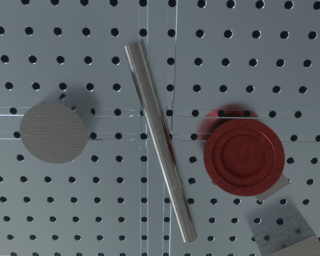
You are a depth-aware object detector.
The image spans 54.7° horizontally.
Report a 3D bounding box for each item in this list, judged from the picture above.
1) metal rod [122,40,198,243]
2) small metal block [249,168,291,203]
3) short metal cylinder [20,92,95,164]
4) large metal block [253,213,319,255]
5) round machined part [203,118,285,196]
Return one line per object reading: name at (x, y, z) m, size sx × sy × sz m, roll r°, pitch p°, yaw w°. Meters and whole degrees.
metal rod at (0.006, 0.032, 0.425) m, size 0.025 × 0.025 × 0.298 m, roll -15°, pitch 110°, yaw 5°
small metal block at (0.146, 0.069, 0.440) m, size 0.050 × 0.025 × 0.050 m, roll -39°, pitch 106°, yaw 13°
short metal cylinder at (-0.129, -0.001, 0.398) m, size 0.081 × 0.050 × 0.079 m, roll 0°, pitch 110°, yaw 0°
large metal block at (0.202, 0.190, 0.472) m, size 0.080 × 0.050 × 0.080 m, roll -28°, pitch 108°, yaw 10°
round machined part at (0.109, 0.037, 0.406) m, size 0.098 × 0.042 × 0.097 m, roll 0°, pitch 90°, yaw 16°
